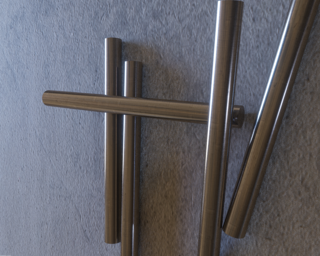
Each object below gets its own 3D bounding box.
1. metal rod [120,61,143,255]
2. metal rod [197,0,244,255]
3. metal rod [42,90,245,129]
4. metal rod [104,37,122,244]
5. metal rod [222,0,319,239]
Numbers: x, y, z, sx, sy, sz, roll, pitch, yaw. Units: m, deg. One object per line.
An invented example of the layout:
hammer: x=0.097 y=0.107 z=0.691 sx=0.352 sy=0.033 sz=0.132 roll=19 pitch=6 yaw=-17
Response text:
metal rod: x=-0.040 y=0.058 z=0.435 sx=0.025 sy=0.025 sz=0.298 roll=2 pitch=92 yaw=39
metal rod: x=0.060 y=0.026 z=0.326 sx=0.025 sy=0.025 sz=0.298 roll=13 pitch=107 yaw=39
metal rod: x=-0.042 y=-0.029 z=0.406 sx=0.300 sy=0.025 sz=0.025 roll=8 pitch=95 yaw=29
metal rod: x=-0.069 y=0.018 z=0.459 sx=0.025 sy=0.025 sz=0.298 roll=0 pitch=90 yaw=39
metal rod: x=0.115 y=-0.029 z=0.309 sx=0.025 sy=0.025 sz=0.298 roll=22 pitch=104 yaw=37
